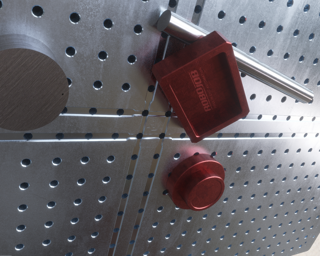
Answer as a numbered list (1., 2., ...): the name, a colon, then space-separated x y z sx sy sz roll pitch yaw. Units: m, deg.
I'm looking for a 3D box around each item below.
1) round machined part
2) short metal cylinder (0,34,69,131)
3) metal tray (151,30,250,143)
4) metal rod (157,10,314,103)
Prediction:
1. round machined part: 0.063 0.093 0.495 0.099 0.042 0.097 -14 125 -21
2. short metal cylinder: -0.133 -0.044 0.296 0.081 0.050 0.079 -14 125 -21
3. metal tray: 0.057 -0.045 0.392 0.090 0.030 0.130 -29 136 3
4. metal rod: 0.124 -0.086 0.428 0.302 0.025 0.025 15 110 -35
